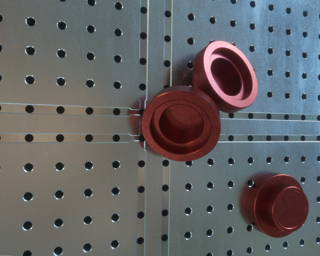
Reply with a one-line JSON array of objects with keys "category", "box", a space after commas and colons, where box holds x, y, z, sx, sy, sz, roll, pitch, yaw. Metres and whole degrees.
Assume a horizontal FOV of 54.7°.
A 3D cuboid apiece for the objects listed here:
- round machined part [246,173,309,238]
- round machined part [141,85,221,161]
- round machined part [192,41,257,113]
[{"category": "round machined part", "box": [0.186, 0.120, 0.475, 0.099, 0.042, 0.097, 0, 90, -21]}, {"category": "round machined part", "box": [0.028, -0.009, 0.398, 0.098, 0.042, 0.097, 5, 118, 9]}, {"category": "round machined part", "box": [0.083, -0.065, 0.424, 0.099, 0.042, 0.098, 13, 65, -30]}]
